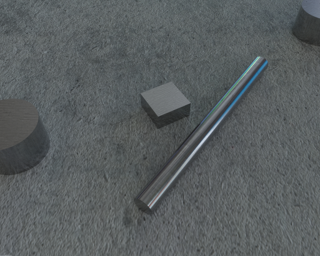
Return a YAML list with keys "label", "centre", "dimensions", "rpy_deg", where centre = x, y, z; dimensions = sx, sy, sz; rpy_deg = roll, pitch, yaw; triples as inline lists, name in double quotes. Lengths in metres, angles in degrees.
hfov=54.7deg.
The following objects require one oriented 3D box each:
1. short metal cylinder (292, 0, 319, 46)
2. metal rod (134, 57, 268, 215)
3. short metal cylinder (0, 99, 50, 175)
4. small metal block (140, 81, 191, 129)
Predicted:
- label: "short metal cylinder"
  centre: [0.284, -0.190, 0.548]
  dimensions: [0.081, 0.050, 0.080]
  rpy_deg: [0, 50, 0]
- label: "metal rod"
  centre: [0.070, -0.009, 0.410]
  dimensions: [0.025, 0.025, 0.301]
  rpy_deg: [29, 56, 22]
- label: "short metal cylinder"
  centre: [-0.182, 0.010, 0.377]
  dimensions: [0.081, 0.050, 0.080]
  rpy_deg: [0, 50, 0]
- label: "small metal block"
  centre: [0.007, -0.033, 0.431]
  dimensions: [0.050, 0.025, 0.050]
  rpy_deg: [-24, 54, -19]
